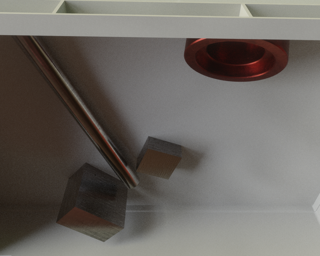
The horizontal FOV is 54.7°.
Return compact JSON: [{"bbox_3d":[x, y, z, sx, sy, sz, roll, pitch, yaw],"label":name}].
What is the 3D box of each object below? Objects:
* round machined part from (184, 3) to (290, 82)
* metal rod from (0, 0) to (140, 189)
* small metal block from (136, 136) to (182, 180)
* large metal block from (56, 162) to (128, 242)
[{"bbox_3d":[0.076,-0.085,0.307,0.099,0.042,0.098,9,167,2],"label":"round machined part"},{"bbox_3d":[-0.099,-0.021,0.389,0.025,0.025,0.299,-18,128,14],"label":"metal rod"},{"bbox_3d":[-0.002,0.044,0.447,0.050,0.025,0.050,16,128,-14],"label":"small metal block"},{"bbox_3d":[-0.098,0.112,0.467,0.080,0.080,0.050,33,122,-25],"label":"large metal block"}]
